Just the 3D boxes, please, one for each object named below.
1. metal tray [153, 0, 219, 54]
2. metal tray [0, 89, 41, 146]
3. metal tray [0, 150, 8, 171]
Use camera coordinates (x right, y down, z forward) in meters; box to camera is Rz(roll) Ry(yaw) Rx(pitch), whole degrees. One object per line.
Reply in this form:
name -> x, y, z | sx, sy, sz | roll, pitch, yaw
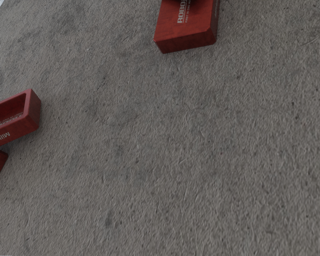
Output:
metal tray -> 0.045, -0.183, 0.489 | 0.090, 0.030, 0.130 | -4, 60, 26
metal tray -> -0.269, -0.009, 0.521 | 0.131, 0.030, 0.090 | -24, 40, 1
metal tray -> -0.331, 0.072, 0.529 | 0.130, 0.030, 0.090 | 5, 64, 30
